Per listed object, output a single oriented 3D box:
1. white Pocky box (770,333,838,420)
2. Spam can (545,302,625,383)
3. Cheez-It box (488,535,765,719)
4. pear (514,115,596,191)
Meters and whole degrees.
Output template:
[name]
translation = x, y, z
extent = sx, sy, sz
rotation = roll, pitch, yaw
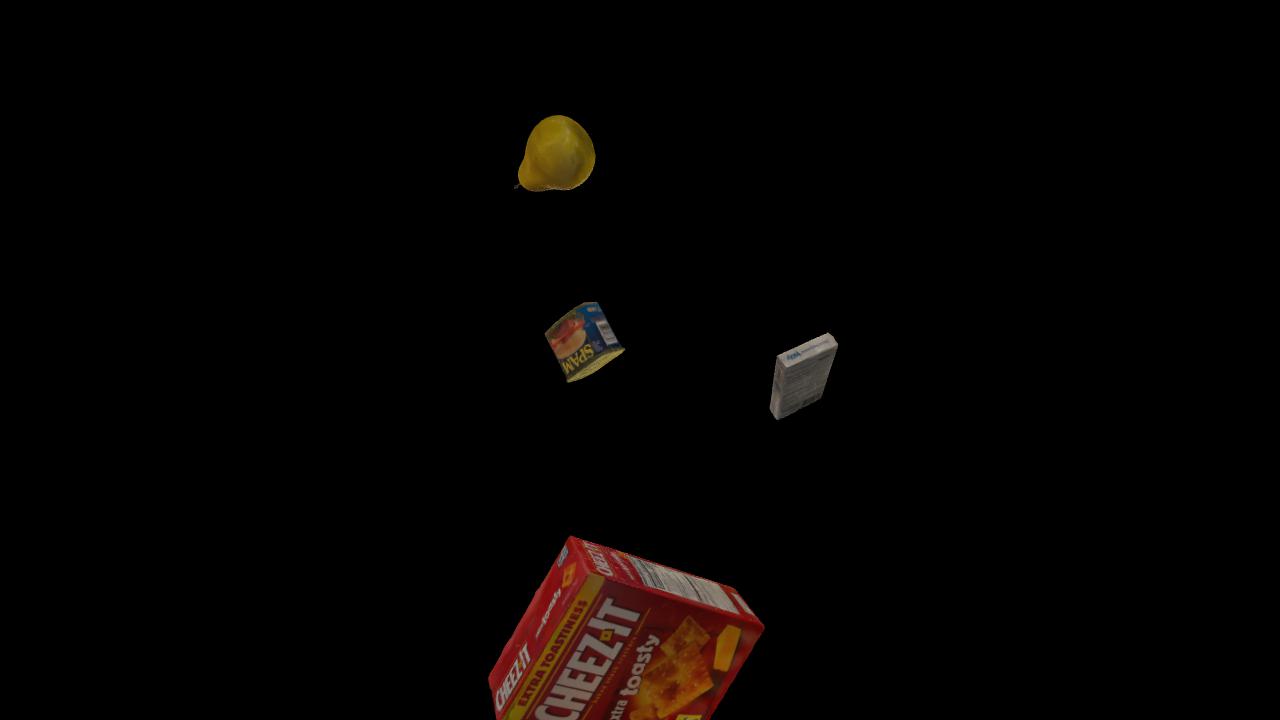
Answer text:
[white Pocky box]
translation = 0.232, 0.027, 0.884
extent = 0.084, 0.028, 0.154
rotation = -24, -32, -8
[Spam can]
translation = -0.084, -0.027, 0.916
extent = 0.101, 0.085, 0.058
rotation = -34, -10, 36
[Cheez-It box]
translation = -0.009, 0.284, 0.601
extent = 0.223, 0.166, 0.071
rotation = 28, 4, -27
[pear]
translation = -0.105, -0.214, 0.678
extent = 0.111, 0.080, 0.080
rotation = -32, -15, 25
